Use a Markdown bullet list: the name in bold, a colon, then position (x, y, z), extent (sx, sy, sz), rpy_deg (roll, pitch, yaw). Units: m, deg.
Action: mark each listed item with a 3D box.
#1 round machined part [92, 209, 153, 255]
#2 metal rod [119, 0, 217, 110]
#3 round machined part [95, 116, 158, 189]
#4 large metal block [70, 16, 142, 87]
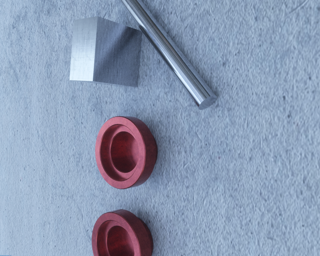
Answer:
- **round machined part**: position (-0.048, 0.163, 0.434), extent (0.098, 0.042, 0.097), rpy_deg (0, 90, 40)
- **metal rod**: position (-0.019, -0.144, 0.420), extent (0.025, 0.025, 0.299), rpy_deg (-47, 62, 30)
- **round machined part**: position (-0.042, 0.033, 0.429), extent (0.098, 0.042, 0.097), rpy_deg (0, 90, 40)
- **large metal block**: position (-0.073, -0.101, 0.430), extent (0.050, 0.081, 0.079), rpy_deg (9, 96, 39)
